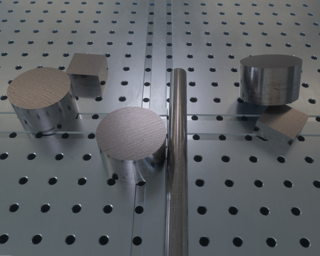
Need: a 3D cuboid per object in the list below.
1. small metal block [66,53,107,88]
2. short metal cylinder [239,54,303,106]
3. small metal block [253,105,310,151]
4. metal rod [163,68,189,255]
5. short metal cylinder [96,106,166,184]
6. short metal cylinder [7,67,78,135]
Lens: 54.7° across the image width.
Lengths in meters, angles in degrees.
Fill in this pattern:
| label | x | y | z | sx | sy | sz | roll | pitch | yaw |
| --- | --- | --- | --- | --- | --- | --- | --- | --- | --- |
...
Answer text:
| label | x | y | z | sx | sy | sz | roll | pitch | yaw |
| --- | --- | --- | --- | --- | --- | --- | --- | --- | --- |
| small metal block | -0.113 | -0.090 | 0.482 | 0.050 | 0.025 | 0.050 | 5 | 50 | 4 |
| short metal cylinder | 0.152 | -0.069 | 0.431 | 0.080 | 0.050 | 0.080 | -4 | 25 | 2 |
| small metal block | 0.161 | -0.005 | 0.413 | 0.050 | 0.025 | 0.050 | 31 | 57 | 23 |
| metal rod | 0.021 | 0.032 | 0.380 | 0.025 | 0.025 | 0.300 | 2 | 50 | 2 |
| short metal cylinder | -0.033 | 0.020 | 0.374 | 0.081 | 0.050 | 0.080 | 0 | 50 | 0 |
| short metal cylinder | -0.157 | -0.038 | 0.422 | 0.081 | 0.050 | 0.080 | 0 | 50 | 0 |
